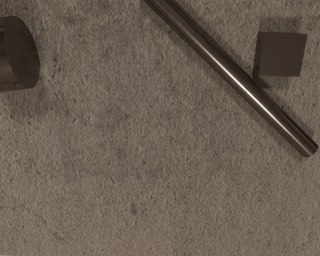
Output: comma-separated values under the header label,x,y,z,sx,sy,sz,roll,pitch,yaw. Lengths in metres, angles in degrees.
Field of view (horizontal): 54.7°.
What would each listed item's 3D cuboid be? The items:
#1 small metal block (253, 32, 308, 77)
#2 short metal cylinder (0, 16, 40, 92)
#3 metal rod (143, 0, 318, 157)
label,x,y,z,sx,sy,sz,roll,pitch,yaw
small metal block,0.145,-0.091,0.379,0.050,0.025,0.050,2,110,-1
short metal cylinder,-0.178,-0.081,0.348,0.050,0.080,0.079,-7,110,2
metal rod,0.094,-0.065,0.387,0.300,0.025,0.025,41,105,-14
